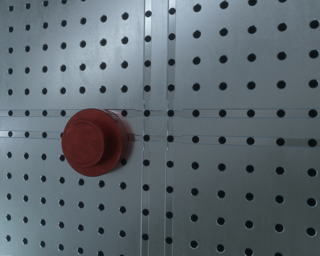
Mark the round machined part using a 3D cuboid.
[{"bbox_3d":[-0.098,0.021,0.439,0.098,0.042,0.097,0,90,20],"label":"round machined part"}]
